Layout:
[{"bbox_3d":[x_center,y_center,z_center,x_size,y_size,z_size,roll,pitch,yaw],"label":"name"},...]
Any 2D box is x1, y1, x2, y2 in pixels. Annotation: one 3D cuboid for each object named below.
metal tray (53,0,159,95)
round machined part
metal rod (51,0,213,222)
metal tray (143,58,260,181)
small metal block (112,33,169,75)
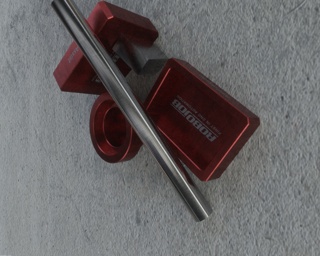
[{"bbox_3d":[-0.074,-0.100,0.422,0.129,0.091,0.030,-45,64,30],"label":"metal tray"},{"bbox_3d":[-0.054,-0.002,0.433,0.098,0.042,0.097,5,96,45],"label":"round machined part"},{"bbox_3d":[-0.031,-0.021,0.361,0.025,0.025,0.299,-32,92,35],"label":"metal rod"},{"bbox_3d":[0.040,-0.012,0.369,0.130,0.030,0.089,45,117,30],"label":"metal tray"},{"bbox_3d":[-0.024,-0.096,0.402,0.050,0.050,0.025,47,121,13],"label":"small metal block"}]
